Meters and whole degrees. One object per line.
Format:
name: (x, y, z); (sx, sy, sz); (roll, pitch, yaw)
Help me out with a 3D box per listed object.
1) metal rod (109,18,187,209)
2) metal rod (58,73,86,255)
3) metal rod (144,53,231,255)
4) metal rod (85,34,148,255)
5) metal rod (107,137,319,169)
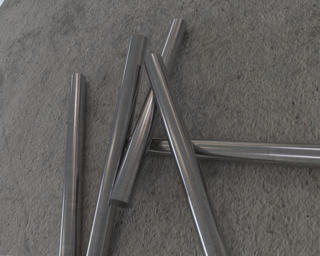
metal rod: (-0.006, -0.041, 0.409); (0.025, 0.025, 0.300); (-2, 53, 27)
metal rod: (-0.123, 0.038, 0.445); (0.025, 0.025, 0.299); (-19, 54, 17)
metal rod: (0.029, 0.038, 0.337); (0.025, 0.025, 0.299); (-24, 62, 14)
metal rod: (-0.051, 0.019, 0.387); (0.025, 0.025, 0.299); (0, 72, 28)
metal rod: (0.067, 0.026, 0.352); (0.300, 0.025, 0.025); (1, 62, 28)
